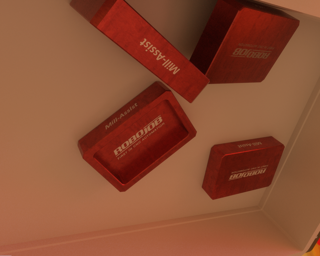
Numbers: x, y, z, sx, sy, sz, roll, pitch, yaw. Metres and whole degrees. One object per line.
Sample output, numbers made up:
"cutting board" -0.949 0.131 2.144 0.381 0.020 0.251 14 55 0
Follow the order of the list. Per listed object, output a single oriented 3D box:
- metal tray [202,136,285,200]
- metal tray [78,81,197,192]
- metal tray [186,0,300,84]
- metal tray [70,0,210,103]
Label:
"metal tray" 0.141 0.066 0.523 0.131 0.030 0.089 -6 121 -25
"metal tray" -0.026 0.014 0.399 0.130 0.030 0.090 -38 129 -3
"metal tray" 0.101 -0.098 0.367 0.131 0.030 0.089 -9 136 -42
"metal tray" -0.018 -0.083 0.305 0.130 0.090 0.030 33 100 -38
